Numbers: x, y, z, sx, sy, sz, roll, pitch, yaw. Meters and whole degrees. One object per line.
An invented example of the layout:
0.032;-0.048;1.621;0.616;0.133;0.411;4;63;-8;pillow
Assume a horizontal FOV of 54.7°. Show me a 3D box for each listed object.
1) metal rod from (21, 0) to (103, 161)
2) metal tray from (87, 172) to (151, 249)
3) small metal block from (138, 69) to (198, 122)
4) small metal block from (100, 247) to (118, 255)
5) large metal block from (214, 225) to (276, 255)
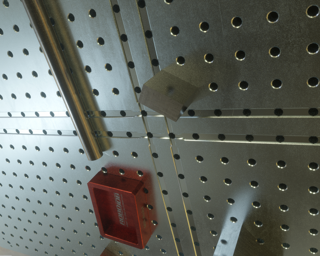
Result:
-0.141;-0.085;0.432;0.025;0.025;0.298;-2;118;29;metal rod
-0.068;0.142;0.531;0.090;0.030;0.129;8;122;23;metal tray
0.010;-0.039;0.365;0.050;0.050;0.025;29;128;10;small metal block
-0.104;0.283;0.641;0.050;0.025;0.050;31;128;8;small metal block
0.120;0.202;0.437;0.080;0.080;0.050;42;129;-1;large metal block
